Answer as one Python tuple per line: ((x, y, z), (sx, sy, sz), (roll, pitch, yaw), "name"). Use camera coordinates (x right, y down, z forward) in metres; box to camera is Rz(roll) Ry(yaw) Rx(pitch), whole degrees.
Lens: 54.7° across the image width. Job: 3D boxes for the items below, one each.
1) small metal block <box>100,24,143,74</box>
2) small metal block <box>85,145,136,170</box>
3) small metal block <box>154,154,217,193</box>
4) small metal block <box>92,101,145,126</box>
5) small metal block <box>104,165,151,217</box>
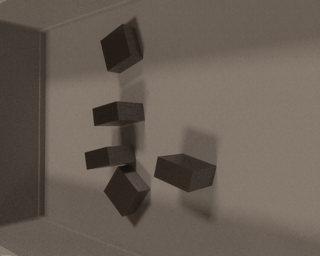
((-0.056, -0.114, 0.451), (0.050, 0.025, 0.050), (-23, 76, 37), "small metal block")
((-0.071, 0.042, 0.447), (0.050, 0.050, 0.025), (-15, 80, 38), "small metal block")
((0.030, 0.051, 0.364), (0.050, 0.050, 0.025), (18, 102, 38), "small metal block")
((-0.058, -0.019, 0.436), (0.050, 0.050, 0.025), (-11, 83, 39), "small metal block")
((-0.048, 0.089, 0.444), (0.050, 0.025, 0.050), (45, 117, 30), "small metal block")
